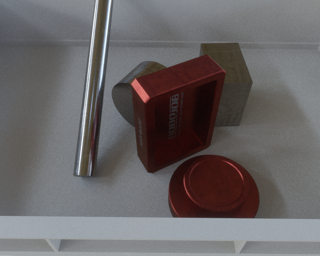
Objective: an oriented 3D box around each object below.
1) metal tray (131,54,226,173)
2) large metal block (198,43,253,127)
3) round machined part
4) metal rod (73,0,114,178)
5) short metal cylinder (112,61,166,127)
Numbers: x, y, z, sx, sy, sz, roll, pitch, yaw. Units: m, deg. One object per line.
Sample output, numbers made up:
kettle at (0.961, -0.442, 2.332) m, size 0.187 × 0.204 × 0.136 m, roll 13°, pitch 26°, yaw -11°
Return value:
metal tray at (0.019, -0.010, 0.346) m, size 0.091 × 0.129 × 0.030 m, roll -22°, pitch 54°, yaw -18°
large metal block at (0.082, -0.058, 0.419) m, size 0.050 × 0.080 × 0.080 m, roll -2°, pitch 50°, yaw -2°
round machined part at (0.059, 0.068, 0.337) m, size 0.099 × 0.042 × 0.098 m, roll 0°, pitch 50°, yaw 0°
metal rod at (-0.081, -0.087, 0.400) m, size 0.025 × 0.025 × 0.299 m, roll 2°, pitch 74°, yaw 1°
short metal cylinder at (-0.015, -0.039, 0.402) m, size 0.080 × 0.080 × 0.050 m, roll 27°, pitch 55°, yaw 20°
